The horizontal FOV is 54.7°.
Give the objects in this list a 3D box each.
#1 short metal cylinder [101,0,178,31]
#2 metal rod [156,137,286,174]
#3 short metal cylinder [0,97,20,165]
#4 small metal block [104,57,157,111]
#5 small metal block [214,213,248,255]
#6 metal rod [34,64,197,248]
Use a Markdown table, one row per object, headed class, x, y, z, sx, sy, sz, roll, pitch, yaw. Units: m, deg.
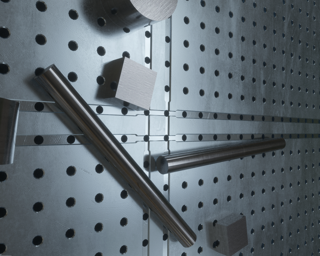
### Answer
| class | x | y | z | sx | sy | sz | roll | pitch | yaw |
| --- | --- | --- | --- | --- | --- | --- | --- | --- | --- |
| short metal cylinder | -0.025 | -0.163 | 0.372 | 0.081 | 0.050 | 0.079 | 0 | 90 | -40 |
| metal rod | 0.118 | 0.040 | 0.508 | 0.302 | 0.025 | 0.025 | -5 | 93 | -40 |
| short metal cylinder | -0.156 | 0.000 | 0.242 | 0.081 | 0.080 | 0.050 | 8 | 85 | -40 |
| small metal block | -0.035 | -0.052 | 0.380 | 0.050 | 0.025 | 0.050 | 20 | 78 | -38 |
| small metal block | 0.117 | 0.174 | 0.508 | 0.050 | 0.025 | 0.050 | -11 | 97 | -39 |
| metal rod | -0.037 | 0.052 | 0.377 | 0.025 | 0.025 | 0.300 | -51 | 120 | -28 |
